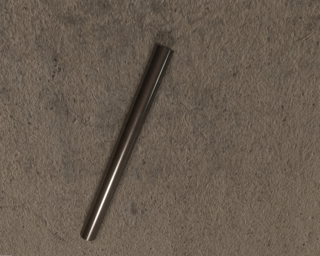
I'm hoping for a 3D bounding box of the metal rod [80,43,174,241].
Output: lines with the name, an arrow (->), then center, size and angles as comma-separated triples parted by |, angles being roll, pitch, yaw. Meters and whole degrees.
metal rod -> -0.051, 0.032, 0.420 | 0.025, 0.025, 0.298 | 21, 109, -8
